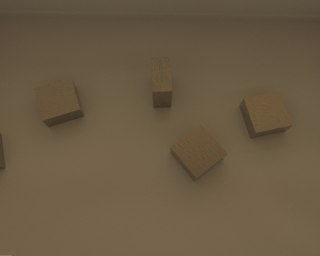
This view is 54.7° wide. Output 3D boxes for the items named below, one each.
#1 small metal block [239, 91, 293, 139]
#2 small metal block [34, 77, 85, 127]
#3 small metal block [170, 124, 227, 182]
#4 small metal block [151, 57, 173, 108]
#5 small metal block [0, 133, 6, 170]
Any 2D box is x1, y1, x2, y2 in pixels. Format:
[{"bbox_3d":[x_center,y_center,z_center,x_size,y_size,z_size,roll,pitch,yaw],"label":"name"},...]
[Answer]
[{"bbox_3d":[0.141,-0.017,0.417,0.050,0.025,0.050,-12,71,-4],"label":"small metal block"},{"bbox_3d":[-0.136,-0.035,0.421,0.050,0.025,0.050,-18,71,-7],"label":"small metal block"},{"bbox_3d":[0.049,0.032,0.398,0.050,0.025,0.050,-36,74,-12],"label":"small metal block"},{"bbox_3d":[0.002,-0.060,0.418,0.025,0.050,0.050,-2,70,-1],"label":"small metal block"},{"bbox_3d":[-0.232,0.032,0.396,0.050,0.025,0.050,-15,71,-6],"label":"small metal block"}]
